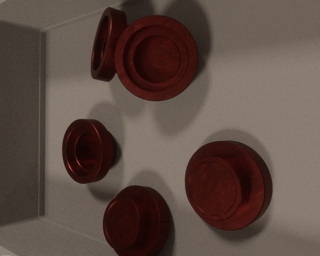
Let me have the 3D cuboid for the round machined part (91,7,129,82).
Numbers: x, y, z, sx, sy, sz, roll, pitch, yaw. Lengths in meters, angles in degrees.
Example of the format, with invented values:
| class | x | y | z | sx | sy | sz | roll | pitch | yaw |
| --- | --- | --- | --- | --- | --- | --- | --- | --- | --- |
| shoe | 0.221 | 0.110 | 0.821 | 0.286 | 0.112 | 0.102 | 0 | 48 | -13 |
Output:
| class | x | y | z | sx | sy | sz | roll | pitch | yaw |
| --- | --- | --- | --- | --- | --- | --- | --- | --- | --- |
| round machined part | -0.062 | -0.111 | 0.428 | 0.098 | 0.042 | 0.098 | -34 | 51 | 58 |

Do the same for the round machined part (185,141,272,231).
| class | x | y | z | sx | sy | sz | roll | pitch | yaw |
| --- | --- | --- | --- | --- | --- | --- | --- | --- | --- |
| round machined part | 0.067 | 0.063 | 0.339 | 0.098 | 0.042 | 0.097 | 0 | 90 | 39 |

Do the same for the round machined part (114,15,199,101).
| class | x | y | z | sx | sy | sz | roll | pitch | yaw |
| --- | --- | --- | --- | --- | --- | --- | --- | --- | --- |
| round machined part | -0.002 | -0.083 | 0.377 | 0.099 | 0.042 | 0.097 | 1 | 100 | 8 |

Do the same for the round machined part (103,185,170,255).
| class | x | y | z | sx | sy | sz | roll | pitch | yaw |
| --- | --- | --- | --- | --- | --- | --- | --- | --- | --- |
| round machined part | -0.038 | 0.126 | 0.412 | 0.098 | 0.042 | 0.098 | -13 | 69 | 38 |

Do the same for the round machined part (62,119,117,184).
| class | x | y | z | sx | sy | sz | roll | pitch | yaw |
| --- | --- | --- | --- | --- | --- | --- | --- | --- | --- |
| round machined part | -0.105 | 0.035 | 0.480 | 0.098 | 0.042 | 0.097 | 0 | 90 | 39 |
